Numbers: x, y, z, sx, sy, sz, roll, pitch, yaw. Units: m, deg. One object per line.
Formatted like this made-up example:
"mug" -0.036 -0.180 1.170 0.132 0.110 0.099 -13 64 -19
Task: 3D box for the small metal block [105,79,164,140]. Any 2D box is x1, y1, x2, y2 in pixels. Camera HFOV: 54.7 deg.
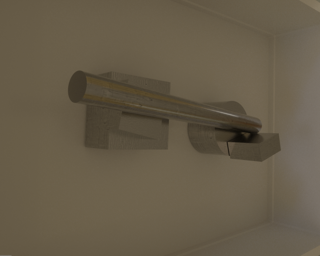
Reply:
"small metal block" -0.024 -0.017 0.321 0.050 0.025 0.050 17 79 -39

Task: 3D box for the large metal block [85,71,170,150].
"large metal block" -0.036 -0.016 0.358 0.081 0.050 0.080 3 88 -40

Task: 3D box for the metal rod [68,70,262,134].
"metal rod" 0.038 -0.017 0.347 0.302 0.025 0.025 8 85 -48

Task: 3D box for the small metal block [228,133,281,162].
"small metal block" 0.133 0.026 0.436 0.050 0.050 0.025 -19 102 -39

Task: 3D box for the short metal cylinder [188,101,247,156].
"short metal cylinder" 0.089 0.000 0.465 0.081 0.050 0.079 0 90 -40
